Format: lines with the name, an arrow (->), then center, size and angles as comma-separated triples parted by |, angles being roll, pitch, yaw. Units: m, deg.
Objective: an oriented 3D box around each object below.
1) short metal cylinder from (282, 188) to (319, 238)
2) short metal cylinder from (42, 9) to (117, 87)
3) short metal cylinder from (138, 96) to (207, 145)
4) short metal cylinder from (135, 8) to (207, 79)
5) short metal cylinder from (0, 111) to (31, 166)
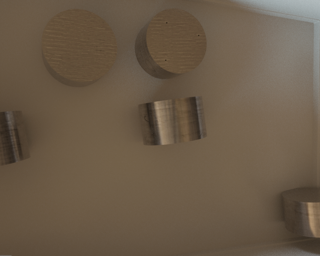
short metal cylinder -> 0.230, 0.125, 0.469 | 0.081, 0.080, 0.050 | -7, 93, -20
short metal cylinder -> -0.095, -0.091, 0.362 | 0.081, 0.050, 0.079 | 0, 90, -21
short metal cylinder -> 0.016, -0.010, 0.388 | 0.081, 0.080, 0.050 | -9, 93, -20
short metal cylinder -> 0.013, -0.107, 0.403 | 0.081, 0.050, 0.079 | 0, 90, -21
short metal cylinder -> -0.179, 0.013, 0.315 | 0.081, 0.080, 0.050 | -11, 94, -20
